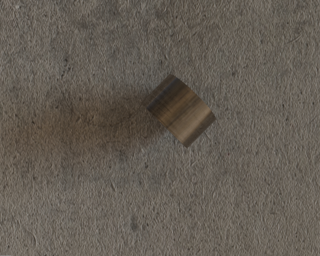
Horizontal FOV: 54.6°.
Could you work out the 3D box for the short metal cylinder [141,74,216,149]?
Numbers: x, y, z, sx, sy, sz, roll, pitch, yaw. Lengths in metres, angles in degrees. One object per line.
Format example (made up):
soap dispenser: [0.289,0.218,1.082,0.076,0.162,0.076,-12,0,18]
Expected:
short metal cylinder: [0.022,-0.020,0.383,0.080,0.080,0.050,45,90,0]
